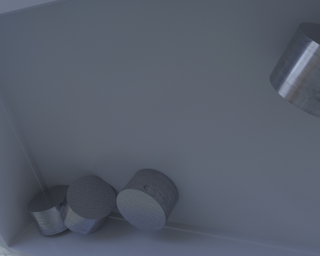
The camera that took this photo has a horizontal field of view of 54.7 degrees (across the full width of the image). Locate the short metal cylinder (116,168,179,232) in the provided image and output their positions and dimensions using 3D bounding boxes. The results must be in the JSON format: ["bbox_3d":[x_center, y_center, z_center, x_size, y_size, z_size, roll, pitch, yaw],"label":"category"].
[{"bbox_3d":[-0.018,0.109,0.469,0.080,0.050,0.079,13,124,21],"label":"short metal cylinder"}]

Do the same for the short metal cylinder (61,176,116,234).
[{"bbox_3d":[-0.120,0.128,0.515,0.080,0.080,0.050,34,129,5],"label":"short metal cylinder"}]

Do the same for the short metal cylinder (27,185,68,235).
[{"bbox_3d":[-0.191,0.147,0.563,0.080,0.080,0.050,-3,113,30],"label":"short metal cylinder"}]

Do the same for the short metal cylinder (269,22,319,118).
[{"bbox_3d":[0.144,-0.049,0.267,0.080,0.080,0.050,28,128,10],"label":"short metal cylinder"}]
